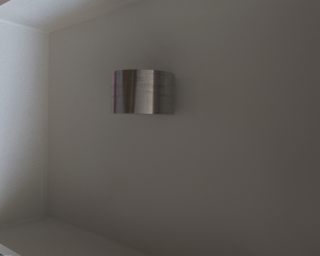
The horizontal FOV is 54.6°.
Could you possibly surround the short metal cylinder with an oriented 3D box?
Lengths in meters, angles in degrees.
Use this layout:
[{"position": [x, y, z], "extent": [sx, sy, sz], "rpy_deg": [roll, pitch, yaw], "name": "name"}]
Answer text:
[{"position": [-0.021, -0.042, 0.390], "extent": [0.080, 0.081, 0.050], "rpy_deg": [2, 92, 40], "name": "short metal cylinder"}]
